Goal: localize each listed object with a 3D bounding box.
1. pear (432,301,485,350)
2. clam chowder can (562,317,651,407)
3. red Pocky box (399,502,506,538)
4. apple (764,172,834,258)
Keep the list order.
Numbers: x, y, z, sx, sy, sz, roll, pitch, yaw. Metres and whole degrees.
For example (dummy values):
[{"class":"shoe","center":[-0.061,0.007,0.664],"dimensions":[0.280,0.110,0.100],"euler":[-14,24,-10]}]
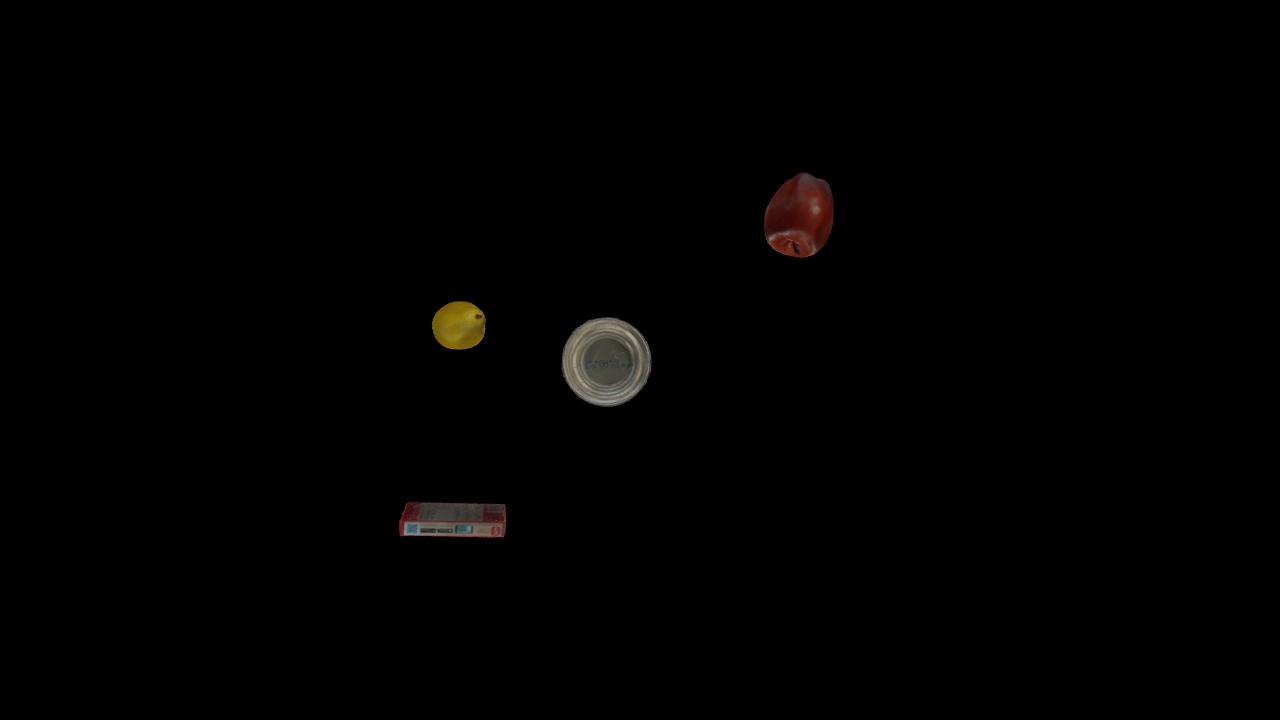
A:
[{"class":"pear","center":[-0.258,-0.059,0.923],"dimensions":[0.111,0.080,0.080],"euler":[-18,-11,38]},{"class":"clam chowder can","center":[-0.026,0.002,0.497],"dimensions":[0.068,0.068,0.102],"euler":[0,-1,-1]},{"class":"red Pocky box","center":[-0.289,0.249,0.962],"dimensions":[0.155,0.028,0.083],"euler":[5,7,-13]},{"class":"apple","center":[0.182,-0.161,0.696],"dimensions":[0.079,0.093,0.079],"euler":[14,-14,4]}]
